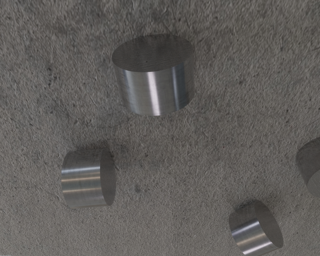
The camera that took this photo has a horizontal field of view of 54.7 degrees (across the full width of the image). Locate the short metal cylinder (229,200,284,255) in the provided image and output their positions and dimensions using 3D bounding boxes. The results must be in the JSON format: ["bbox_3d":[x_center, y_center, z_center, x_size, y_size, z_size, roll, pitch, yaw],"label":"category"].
[{"bbox_3d":[0.160,0.169,0.516,0.050,0.080,0.080,-36,122,27],"label":"short metal cylinder"}]

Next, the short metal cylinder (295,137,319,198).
[{"bbox_3d":[0.242,0.056,0.441,0.081,0.050,0.079,0,130,0],"label":"short metal cylinder"}]

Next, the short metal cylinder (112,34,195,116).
[{"bbox_3d":[-0.005,-0.057,0.322,0.080,0.080,0.050,-5,130,4],"label":"short metal cylinder"}]

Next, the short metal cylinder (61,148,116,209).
[{"bbox_3d":[-0.096,0.069,0.429,0.050,0.080,0.080,-6,130,5],"label":"short metal cylinder"}]
